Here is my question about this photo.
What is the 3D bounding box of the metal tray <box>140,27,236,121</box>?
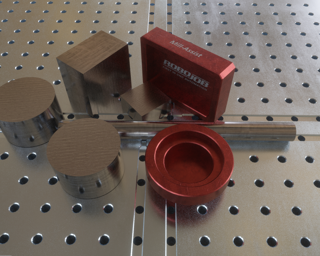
[{"bbox_3d":[0.033,-0.072,0.425,0.130,0.090,0.030,33,58,24],"label":"metal tray"}]

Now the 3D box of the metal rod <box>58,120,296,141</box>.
[{"bbox_3d":[0.022,0.003,0.405,0.302,0.025,0.025,1,50,0],"label":"metal rod"}]

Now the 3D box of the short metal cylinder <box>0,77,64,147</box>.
[{"bbox_3d":[-0.173,-0.022,0.408,0.080,0.050,0.080,0,50,0],"label":"short metal cylinder"}]

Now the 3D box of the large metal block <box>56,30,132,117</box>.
[{"bbox_3d":[-0.088,-0.076,0.435,0.050,0.080,0.080,32,57,23],"label":"large metal block"}]

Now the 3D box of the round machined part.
[{"bbox_3d":[0.033,0.045,0.359,0.099,0.042,0.098,0,50,0],"label":"round machined part"}]

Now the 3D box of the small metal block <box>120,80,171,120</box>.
[{"bbox_3d":[-0.020,-0.034,0.436,0.050,0.025,0.050,-32,57,-24],"label":"small metal block"}]

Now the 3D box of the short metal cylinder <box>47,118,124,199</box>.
[{"bbox_3d":[-0.084,0.035,0.361,0.080,0.050,0.080,0,50,0],"label":"short metal cylinder"}]
